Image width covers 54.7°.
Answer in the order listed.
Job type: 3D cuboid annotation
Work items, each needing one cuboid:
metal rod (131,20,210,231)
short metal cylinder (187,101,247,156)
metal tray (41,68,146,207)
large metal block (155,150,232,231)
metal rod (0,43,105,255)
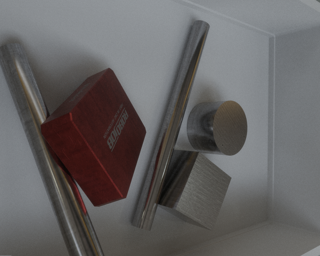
[{"bbox_3d":[0.019,-0.014,0.424,0.025,0.025,0.299,28,73,-37],"label":"metal rod"},{"bbox_3d":[0.087,0.000,0.466,0.081,0.050,0.079,0,90,-40],"label":"short metal cylinder"},{"bbox_3d":[-0.056,0.002,0.311,0.090,0.030,0.130,62,18,-22],"label":"metal tray"},{"bbox_3d":[0.045,0.085,0.431,0.080,0.050,0.080,39,66,-34],"label":"large metal block"},{"bbox_3d":[-0.079,0.060,0.260,0.025,0.025,0.299,-15,74,-39],"label":"metal rod"}]
